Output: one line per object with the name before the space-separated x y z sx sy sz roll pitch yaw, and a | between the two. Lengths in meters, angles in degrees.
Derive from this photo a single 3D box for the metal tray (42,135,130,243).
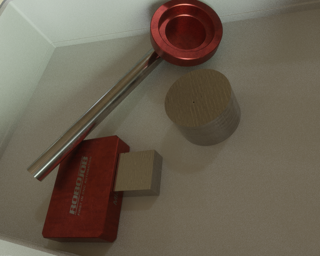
metal tray | -0.093 0.078 0.401 0.090 0.030 0.130 -9 58 24

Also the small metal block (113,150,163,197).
small metal block | -0.026 0.057 0.383 0.050 0.025 0.050 -8 58 23

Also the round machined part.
round machined part | 0.035 -0.129 0.437 0.099 0.042 0.098 1 72 -3

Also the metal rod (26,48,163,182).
metal rod | -0.064 -0.045 0.439 0.025 0.025 0.301 30 70 37

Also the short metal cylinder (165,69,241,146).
short metal cylinder | 0.052 -0.025 0.376 0.080 0.050 0.080 -13 56 20
